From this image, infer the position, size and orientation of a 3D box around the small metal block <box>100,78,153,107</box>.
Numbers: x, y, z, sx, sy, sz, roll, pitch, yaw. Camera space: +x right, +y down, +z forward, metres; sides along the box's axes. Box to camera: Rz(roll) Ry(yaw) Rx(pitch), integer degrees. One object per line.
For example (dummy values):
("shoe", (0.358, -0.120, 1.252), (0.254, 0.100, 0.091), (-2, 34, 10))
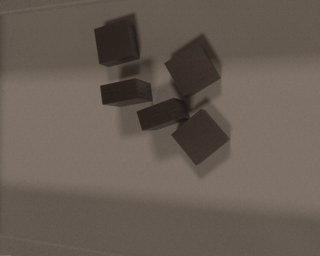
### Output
("small metal block", (-0.043, -0.046, 0.411), (0.050, 0.050, 0.025), (-8, 87, 19))

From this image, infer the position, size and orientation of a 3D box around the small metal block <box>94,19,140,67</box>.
("small metal block", (-0.060, -0.117, 0.430), (0.050, 0.025, 0.050), (-10, 87, 19))

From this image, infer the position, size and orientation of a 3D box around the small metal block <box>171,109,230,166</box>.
("small metal block", (0.052, 0.011, 0.392), (0.050, 0.025, 0.050), (-42, 77, 15))

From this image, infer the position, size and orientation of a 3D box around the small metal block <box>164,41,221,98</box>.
("small metal block", (0.042, -0.073, 0.395), (0.050, 0.025, 0.050), (-31, 80, 17))

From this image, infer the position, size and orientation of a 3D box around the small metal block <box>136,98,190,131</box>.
("small metal block", (0.006, -0.016, 0.394), (0.050, 0.050, 0.025), (-19, 84, 19))
